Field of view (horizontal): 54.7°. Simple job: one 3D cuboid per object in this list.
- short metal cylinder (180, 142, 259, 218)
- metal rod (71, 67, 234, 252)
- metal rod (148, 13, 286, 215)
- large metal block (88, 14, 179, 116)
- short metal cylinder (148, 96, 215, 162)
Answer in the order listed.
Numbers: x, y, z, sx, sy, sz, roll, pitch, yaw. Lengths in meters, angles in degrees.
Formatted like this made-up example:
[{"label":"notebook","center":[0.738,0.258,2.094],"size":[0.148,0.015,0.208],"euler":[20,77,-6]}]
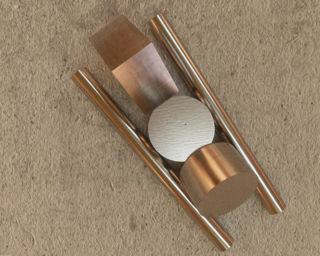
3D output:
[{"label":"short metal cylinder","center":[0.071,0.064,0.378],"size":[0.080,0.080,0.050],"euler":[-31,48,0]},{"label":"metal rod","center":[-0.009,0.041,0.410],"size":[0.025,0.025,0.300],"euler":[-41,90,0]},{"label":"metal rod","center":[0.076,-0.018,0.411],"size":[0.025,0.025,0.299],"euler":[-33,90,0]},{"label":"large metal block","center":[-0.031,-0.074,0.368],"size":[0.050,0.080,0.080],"euler":[-36,49,0]},{"label":"short metal cylinder","center":[0.026,0.001,0.399],"size":[0.081,0.050,0.080],"euler":[0,90,0]}]
